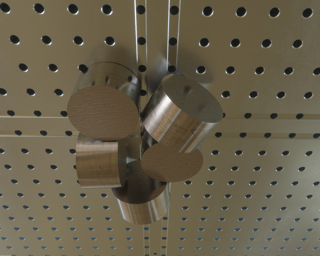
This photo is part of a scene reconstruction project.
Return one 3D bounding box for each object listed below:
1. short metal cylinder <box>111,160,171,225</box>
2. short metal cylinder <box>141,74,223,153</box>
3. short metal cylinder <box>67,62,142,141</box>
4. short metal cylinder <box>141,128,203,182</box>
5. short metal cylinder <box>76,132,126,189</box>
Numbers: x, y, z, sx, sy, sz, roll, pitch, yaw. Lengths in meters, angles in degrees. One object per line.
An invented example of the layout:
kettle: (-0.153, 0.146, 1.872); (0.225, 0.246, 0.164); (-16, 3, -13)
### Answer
short metal cylinder: (-0.026, 0.093, 0.453); (0.080, 0.080, 0.050); (-5, 130, 4)
short metal cylinder: (0.025, -0.018, 0.361); (0.080, 0.080, 0.050); (22, 126, -18)
short metal cylinder: (-0.064, -0.031, 0.368); (0.080, 0.050, 0.079); (0, 131, 1)
short metal cylinder: (0.016, 0.029, 0.420); (0.081, 0.050, 0.079); (-1, 131, 0)
short metal cylinder: (-0.075, 0.039, 0.409); (0.050, 0.080, 0.079); (-2, 130, 1)
